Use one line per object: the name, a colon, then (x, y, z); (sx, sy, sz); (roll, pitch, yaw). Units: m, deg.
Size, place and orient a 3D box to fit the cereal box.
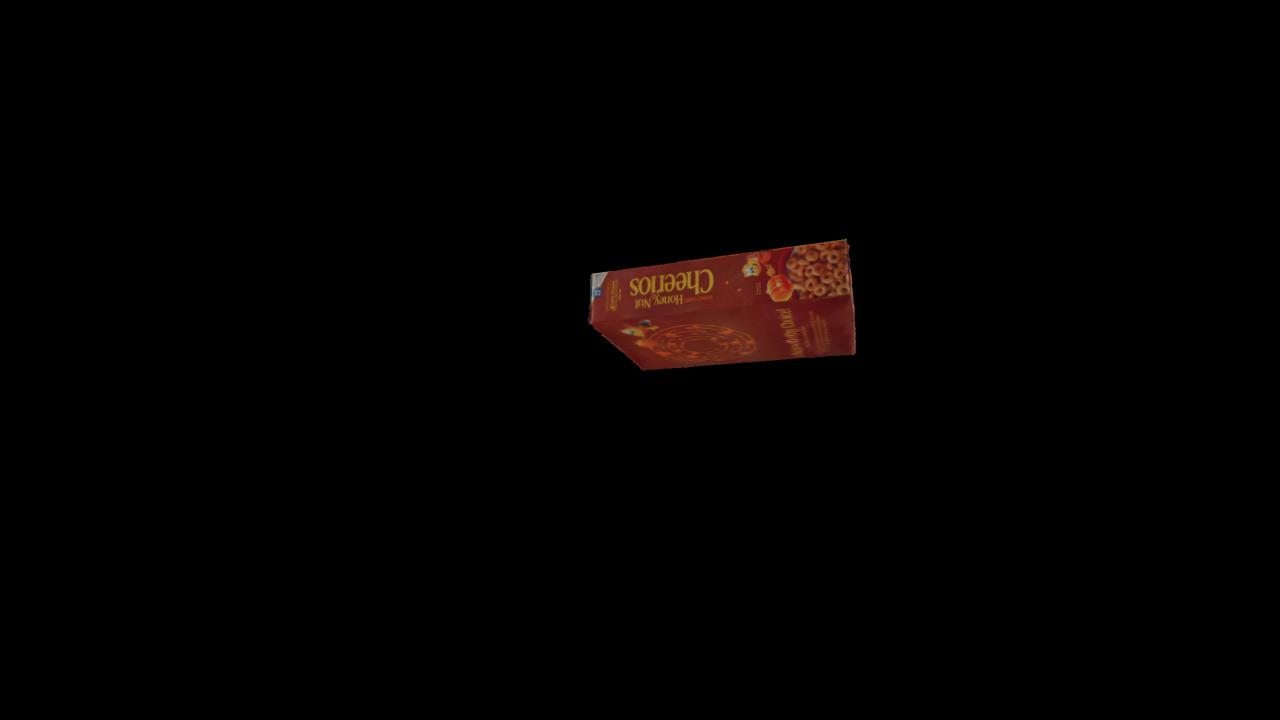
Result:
cereal box: (0.111, -0.058, 0.782); (0.306, 0.081, 0.203); (-4, -19, 20)
